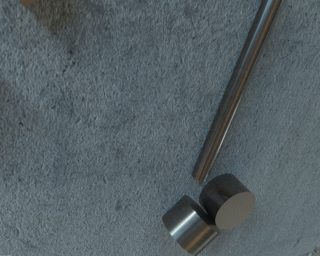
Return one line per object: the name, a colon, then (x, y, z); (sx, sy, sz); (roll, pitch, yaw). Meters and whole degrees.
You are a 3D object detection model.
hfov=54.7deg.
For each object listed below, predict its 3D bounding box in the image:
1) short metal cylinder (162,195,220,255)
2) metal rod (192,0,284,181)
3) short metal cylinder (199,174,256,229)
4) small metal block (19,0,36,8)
short metal cylinder: (0.049, 0.154, 0.493); (0.050, 0.080, 0.080); (-45, 129, 3)
metal rod: (0.105, -0.054, 0.430); (0.025, 0.025, 0.298); (4, 116, -31)
short metal cylinder: (0.115, 0.125, 0.531); (0.081, 0.050, 0.079); (-14, 124, -21)
small metal block: (-0.111, -0.139, 0.260); (0.050, 0.025, 0.050); (-36, 129, -5)
